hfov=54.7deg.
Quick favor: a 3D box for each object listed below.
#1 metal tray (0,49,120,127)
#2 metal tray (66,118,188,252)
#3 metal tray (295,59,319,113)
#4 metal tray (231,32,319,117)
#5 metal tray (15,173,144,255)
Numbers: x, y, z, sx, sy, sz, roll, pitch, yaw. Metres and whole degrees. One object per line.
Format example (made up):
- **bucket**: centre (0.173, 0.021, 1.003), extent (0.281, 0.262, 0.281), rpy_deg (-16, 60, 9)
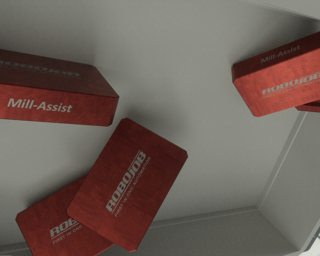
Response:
- **metal tray**: centre (-0.113, -0.039, 0.280), extent (0.131, 0.090, 0.030), rpy_deg (4, 116, -31)
- **metal tray**: centre (-0.037, 0.065, 0.368), extent (0.090, 0.030, 0.130), rpy_deg (30, 80, 2)
- **metal tray**: centre (0.265, -0.065, 0.436), extent (0.030, 0.130, 0.089), rpy_deg (-22, 114, -49)
- **metal tray**: centre (0.174, -0.068, 0.415), extent (0.130, 0.030, 0.090), rpy_deg (-18, 137, 28)
- **metal tray**: centre (-0.097, 0.115, 0.388), extent (0.131, 0.090, 0.030), rpy_deg (-29, 171, -10)
